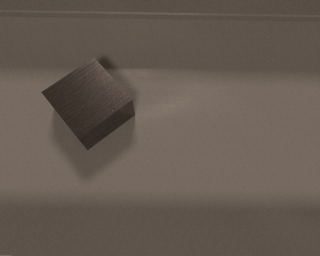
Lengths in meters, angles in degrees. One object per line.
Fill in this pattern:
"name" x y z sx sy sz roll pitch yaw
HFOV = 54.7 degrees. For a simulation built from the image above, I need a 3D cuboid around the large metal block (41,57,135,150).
"large metal block" -0.091 -0.031 0.407 0.080 0.050 0.080 -38 75 -13
